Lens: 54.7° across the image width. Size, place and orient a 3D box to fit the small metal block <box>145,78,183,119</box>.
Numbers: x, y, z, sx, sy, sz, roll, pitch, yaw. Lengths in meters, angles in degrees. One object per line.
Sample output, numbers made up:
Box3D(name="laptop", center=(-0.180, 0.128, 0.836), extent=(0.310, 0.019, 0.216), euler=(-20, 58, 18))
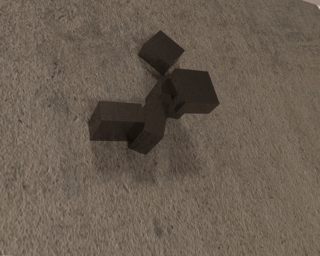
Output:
Box3D(name="small metal block", center=(0.014, -0.039, 0.420), extent=(0.050, 0.050, 0.025), euler=(10, 58, -24))

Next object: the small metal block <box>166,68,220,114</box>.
Box3D(name="small metal block", center=(0.041, -0.046, 0.392), extent=(0.050, 0.025, 0.050), euler=(0, 62, -29))

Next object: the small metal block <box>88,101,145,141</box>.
Box3D(name="small metal block", center=(-0.052, -0.007, 0.365), extent=(0.050, 0.050, 0.025), euler=(2, 61, -28))

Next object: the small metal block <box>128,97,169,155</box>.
Box3D(name="small metal block", center=(-0.014, -0.002, 0.383), extent=(0.025, 0.050, 0.050), euler=(22, 53, -16))

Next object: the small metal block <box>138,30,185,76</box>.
Box3D(name="small metal block", center=(0.003, -0.116, 0.478), extent=(0.050, 0.025, 0.050), euler=(40, 51, -2))
